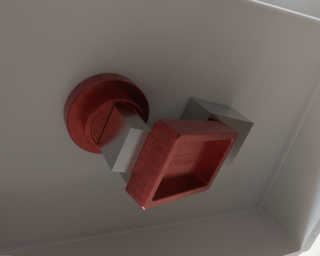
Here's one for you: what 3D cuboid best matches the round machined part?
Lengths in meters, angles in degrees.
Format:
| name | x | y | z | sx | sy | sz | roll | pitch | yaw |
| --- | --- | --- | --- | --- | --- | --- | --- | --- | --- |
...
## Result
| name | x | y | z | sx | sy | sz | roll | pitch | yaw |
| --- | --- | --- | --- | --- | --- | --- | --- | --- | --- |
| round machined part | -0.057 | -0.010 | 0.359 | 0.099 | 0.042 | 0.097 | -14 | 125 | -21 |

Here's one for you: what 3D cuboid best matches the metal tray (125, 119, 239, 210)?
| name | x | y | z | sx | sy | sz | roll | pitch | yaw |
| --- | --- | --- | --- | --- | --- | --- | --- | --- | --- |
| metal tray | 0.030 | 0.037 | 0.353 | 0.131 | 0.030 | 0.089 | 0 | 121 | -51 |

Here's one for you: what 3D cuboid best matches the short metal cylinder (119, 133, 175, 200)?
| name | x | y | z | sx | sy | sz | roll | pitch | yaw |
| --- | --- | --- | --- | --- | --- | --- | --- | --- | --- |
| short metal cylinder | -0.011 | 0.049 | 0.401 | 0.081 | 0.050 | 0.080 | -26 | 145 | -20 |

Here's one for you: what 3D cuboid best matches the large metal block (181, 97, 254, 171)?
| name | x | y | z | sx | sy | sz | roll | pitch | yaw |
| --- | --- | --- | --- | --- | --- | --- | --- | --- | --- |
| large metal block | 0.071 | 0.010 | 0.436 | 0.081 | 0.050 | 0.079 | 10 | 113 | -33 |

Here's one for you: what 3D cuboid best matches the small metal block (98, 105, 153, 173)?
| name | x | y | z | sx | sy | sz | roll | pitch | yaw |
| --- | --- | --- | --- | --- | --- | --- | --- | --- | --- |
| small metal block | -0.038 | 0.012 | 0.323 | 0.025 | 0.050 | 0.050 | 13 | 112 | -34 |
